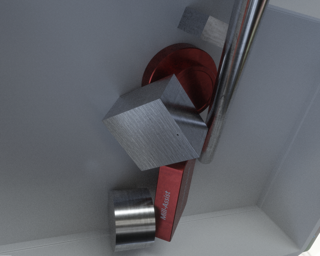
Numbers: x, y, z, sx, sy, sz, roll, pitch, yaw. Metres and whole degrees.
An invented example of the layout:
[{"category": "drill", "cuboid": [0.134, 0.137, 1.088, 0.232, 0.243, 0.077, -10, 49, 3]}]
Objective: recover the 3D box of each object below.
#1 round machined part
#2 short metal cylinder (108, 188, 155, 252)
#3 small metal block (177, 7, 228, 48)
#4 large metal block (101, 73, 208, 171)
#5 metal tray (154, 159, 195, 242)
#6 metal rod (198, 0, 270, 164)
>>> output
[{"category": "round machined part", "cuboid": [0.031, -0.051, 0.384, 0.099, 0.042, 0.097, -14, 125, -21]}, {"category": "short metal cylinder", "cuboid": [-0.041, 0.124, 0.424, 0.050, 0.080, 0.079, -1, 120, -17]}, {"category": "small metal block", "cuboid": [0.056, -0.113, 0.355, 0.050, 0.050, 0.025, 10, 113, -33]}, {"category": "large metal block", "cuboid": [-0.004, -0.003, 0.352, 0.080, 0.050, 0.080, -18, 119, 33]}, {"category": "metal tray", "cuboid": [0.021, 0.080, 0.433, 0.030, 0.090, 0.129, 15, 119, 14]}, {"category": "metal rod", "cuboid": [0.070, -0.030, 0.350, 0.025, 0.025, 0.299, -25, 153, -13]}]
